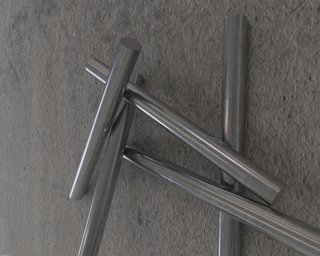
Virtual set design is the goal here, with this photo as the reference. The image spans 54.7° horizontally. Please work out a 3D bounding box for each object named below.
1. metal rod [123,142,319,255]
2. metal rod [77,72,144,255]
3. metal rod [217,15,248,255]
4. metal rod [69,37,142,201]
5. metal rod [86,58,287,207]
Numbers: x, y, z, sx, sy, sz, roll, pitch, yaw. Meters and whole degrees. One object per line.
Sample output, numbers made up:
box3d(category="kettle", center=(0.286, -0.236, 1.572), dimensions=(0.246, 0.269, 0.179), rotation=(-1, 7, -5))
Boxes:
box3d(category="metal rod", center=(0.040, 0.064, 0.343), dimensions=(0.300, 0.025, 0.025), rotation=(19, 102, 47))
box3d(category="metal rod", center=(-0.070, 0.069, 0.412), dimensions=(0.025, 0.025, 0.299), rotation=(6, 78, 40))
box3d(category="metal rod", center=(0.079, 0.030, 0.340), dimensions=(0.025, 0.025, 0.298), rotation=(2, 92, 40))
box3d(category="metal rod", center=(-0.086, 0.010, 0.429), dimensions=(0.025, 0.025, 0.298), rotation=(52, 135, 27))
box3d(category="metal rod", center=(0.007, -0.013, 0.363), dimensions=(0.300, 0.025, 0.025), rotation=(36, 112, 32))
